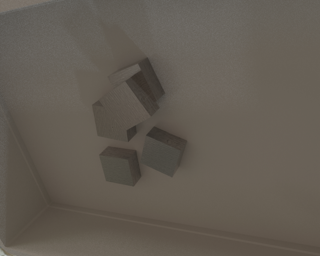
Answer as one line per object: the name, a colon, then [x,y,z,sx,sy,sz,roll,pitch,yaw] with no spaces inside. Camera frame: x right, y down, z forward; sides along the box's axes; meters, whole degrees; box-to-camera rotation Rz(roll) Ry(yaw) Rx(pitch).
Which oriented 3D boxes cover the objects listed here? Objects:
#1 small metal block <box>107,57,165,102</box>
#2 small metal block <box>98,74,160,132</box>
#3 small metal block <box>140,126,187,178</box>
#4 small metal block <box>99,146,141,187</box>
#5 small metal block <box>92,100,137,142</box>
small metal block: [-0.030,-0.054,0.389,0.050,0.025,0.050,-15,111,34]
small metal block: [-0.038,-0.030,0.376,0.050,0.025,0.050,-27,104,37]
small metal block: [0.004,0.033,0.425,0.050,0.025,0.050,23,127,13]
small metal block: [-0.060,0.058,0.475,0.050,0.025,0.050,6,121,25]
small metal block: [-0.063,-0.012,0.433,0.050,0.025,0.050,10,123,22]
